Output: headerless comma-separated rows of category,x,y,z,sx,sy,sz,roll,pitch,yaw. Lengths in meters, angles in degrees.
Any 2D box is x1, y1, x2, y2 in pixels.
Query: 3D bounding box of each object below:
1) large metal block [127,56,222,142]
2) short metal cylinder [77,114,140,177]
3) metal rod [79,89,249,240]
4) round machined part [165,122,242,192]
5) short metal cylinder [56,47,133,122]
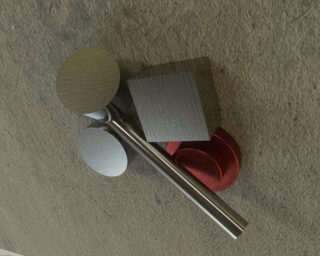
large metal block,0.019,-0.031,0.360,0.080,0.050,0.080,-3,117,29
short metal cylinder,-0.069,0.022,0.444,0.080,0.050,0.079,13,124,21
metal rod,-0.019,0.022,0.388,0.300,0.025,0.025,40,130,17
round machined part,0.051,0.044,0.397,0.098,0.042,0.097,13,124,21
short metal cylinder,-0.077,-0.051,0.377,0.080,0.050,0.080,-2,80,14
